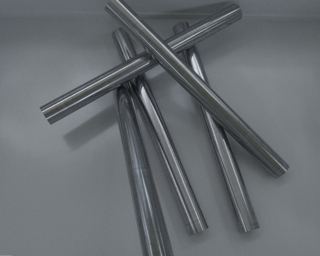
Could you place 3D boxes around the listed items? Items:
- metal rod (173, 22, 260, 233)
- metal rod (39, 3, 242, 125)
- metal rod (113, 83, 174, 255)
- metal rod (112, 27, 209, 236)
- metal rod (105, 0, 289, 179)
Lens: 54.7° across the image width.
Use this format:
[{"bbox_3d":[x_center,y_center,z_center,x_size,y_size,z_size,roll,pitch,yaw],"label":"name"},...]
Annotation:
[{"bbox_3d":[0.069,-0.015,0.415,0.025,0.025,0.299,-14,71,-5],"label":"metal rod"},{"bbox_3d":[-0.015,-0.091,0.411,0.302,0.025,0.025,-32,73,-14],"label":"metal rod"},{"bbox_3d":[-0.024,0.037,0.328,0.025,0.025,0.300,-13,45,-5],"label":"metal rod"},{"bbox_3d":[-0.007,-0.009,0.412,0.025,0.025,0.299,-20,71,-7],"label":"metal rod"},{"bbox_3d":[0.047,-0.051,0.389,0.300,0.025,0.025,45,76,-1],"label":"metal rod"}]
